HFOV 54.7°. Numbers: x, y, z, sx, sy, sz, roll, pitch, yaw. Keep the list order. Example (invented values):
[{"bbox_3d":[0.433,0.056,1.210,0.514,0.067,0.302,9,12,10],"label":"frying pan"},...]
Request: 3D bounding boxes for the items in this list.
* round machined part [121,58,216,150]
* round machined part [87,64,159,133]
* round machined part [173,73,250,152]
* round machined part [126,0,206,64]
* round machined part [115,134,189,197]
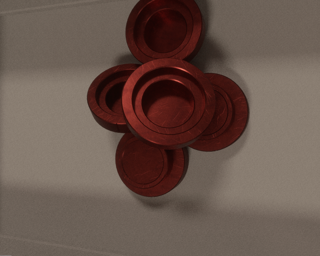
[{"bbox_3d":[0.008,-0.024,0.339,0.099,0.042,0.098,1,73,-3],"label":"round machined part"},{"bbox_3d":[-0.040,-0.033,0.398,0.099,0.042,0.098,-2,56,3],"label":"round machined part"},{"bbox_3d":[0.058,-0.019,0.381,0.098,0.042,0.097,0,90,19],"label":"round machined part"},{"bbox_3d":[0.009,-0.121,0.396,0.098,0.042,0.097,-1,88,18],"label":"round machined part"},{"bbox_3d":[-0.015,0.042,0.406,0.098,0.042,0.097,0,90,19],"label":"round machined part"}]
